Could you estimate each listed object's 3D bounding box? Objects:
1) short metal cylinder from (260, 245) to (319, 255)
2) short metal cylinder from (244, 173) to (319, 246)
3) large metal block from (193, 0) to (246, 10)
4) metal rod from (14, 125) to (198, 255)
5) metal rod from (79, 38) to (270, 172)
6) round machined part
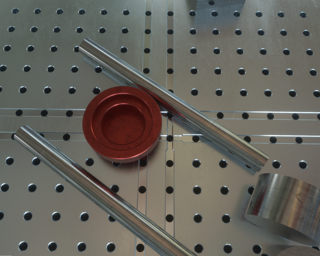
[{"bbox_3d":[0.148,0.170,0.337,0.081,0.050,0.080,0,70,0],"label":"short metal cylinder"},{"bbox_3d":[0.143,0.092,0.350,0.080,0.080,0.050,24,72,8],"label":"short metal cylinder"},{"bbox_3d":[0.090,-0.240,0.486,0.081,0.050,0.080,-9,70,-4],"label":"large metal block"},{"bbox_3d":[-0.060,0.090,0.378,0.300,0.025,0.025,35,74,11],"label":"metal rod"},{"bbox_3d":[0.011,-0.037,0.425,0.300,0.025,0.025,35,74,11],"label":"metal rod"},{"bbox_3d":[-0.047,-0.002,0.403,0.099,0.042,0.098,0,70,0],"label":"round machined part"}]
